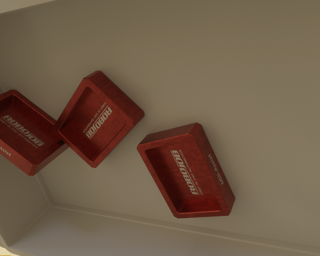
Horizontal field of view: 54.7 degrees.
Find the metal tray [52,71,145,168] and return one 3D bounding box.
[{"bbox_3d":[-0.093,-0.008,0.449,0.090,0.030,0.129,43,129,-2],"label":"metal tray"}]

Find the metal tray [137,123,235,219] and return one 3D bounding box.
[{"bbox_3d":[0.036,0.063,0.425,0.090,0.030,0.130,-15,111,34],"label":"metal tray"}]

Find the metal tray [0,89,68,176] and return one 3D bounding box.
[{"bbox_3d":[-0.215,0.004,0.482,0.130,0.090,0.030,37,129,3],"label":"metal tray"}]
